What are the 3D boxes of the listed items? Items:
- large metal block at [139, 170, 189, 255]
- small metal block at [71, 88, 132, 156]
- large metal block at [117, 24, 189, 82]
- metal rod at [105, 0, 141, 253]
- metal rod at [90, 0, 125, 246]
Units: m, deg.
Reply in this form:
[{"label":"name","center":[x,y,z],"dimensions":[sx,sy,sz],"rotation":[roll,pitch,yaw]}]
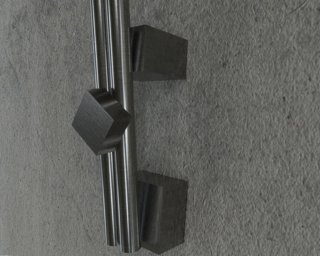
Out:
[{"label":"large metal block","center":[-0.013,0.103,0.400],"dimensions":[0.080,0.050,0.079],"rotation":[6,94,39]},{"label":"small metal block","center":[-0.063,-0.007,0.331],"dimensions":[0.050,0.025,0.050],"rotation":[46,123,24]},{"label":"large metal block","center":[-0.021,-0.089,0.389],"dimensions":[0.080,0.081,0.050],"rotation":[5,93,40]},{"label":"metal rod","center":[-0.040,-0.007,0.345],"dimensions":[0.025,0.025,0.298],"rotation":[4,100,40]},{"label":"metal rod","center":[-0.060,-0.009,0.361],"dimensions":[0.025,0.025,0.298],"rotation":[4,100,40]}]
